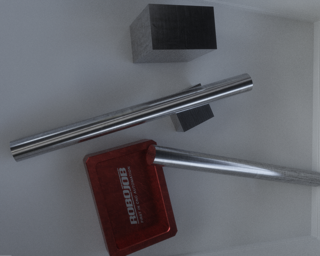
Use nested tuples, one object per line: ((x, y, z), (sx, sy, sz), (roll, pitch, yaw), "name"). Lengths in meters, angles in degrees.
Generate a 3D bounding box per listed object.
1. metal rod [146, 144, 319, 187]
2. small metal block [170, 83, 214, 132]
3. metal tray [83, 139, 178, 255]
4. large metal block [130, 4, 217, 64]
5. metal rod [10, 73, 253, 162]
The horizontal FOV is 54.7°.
((0.122, 0.058, 0.440), (0.302, 0.025, 0.025), (11, 86, -27), "metal rod")
((0.039, -0.028, 0.426), (0.050, 0.025, 0.050), (-27, 99, -18), "small metal block")
((-0.037, 0.087, 0.395), (0.091, 0.030, 0.129), (-15, 95, -20), "metal tray")
((0.014, -0.114, 0.387), (0.081, 0.080, 0.050), (-6, 92, -20), "large metal block")
((-0.024, -0.017, 0.382), (0.302, 0.025, 0.025), (-17, 96, -12), "metal rod")
